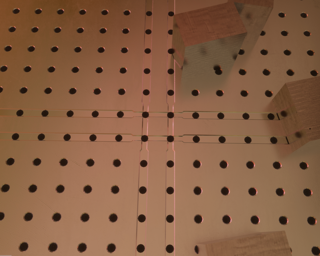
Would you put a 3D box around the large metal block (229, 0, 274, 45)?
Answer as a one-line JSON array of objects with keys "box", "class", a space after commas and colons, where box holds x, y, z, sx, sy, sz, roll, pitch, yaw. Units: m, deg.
[{"box": [0.128, -0.182, 0.450, 0.050, 0.080, 0.080, 10, 70, 4], "class": "large metal block"}]

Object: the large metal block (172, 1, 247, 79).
[{"box": [0.063, -0.118, 0.426, 0.080, 0.080, 0.050, -15, 71, -5], "class": "large metal block"}]

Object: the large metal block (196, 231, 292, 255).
[{"box": [0.087, 0.143, 0.331, 0.080, 0.080, 0.050, -9, 70, -3], "class": "large metal block"}]

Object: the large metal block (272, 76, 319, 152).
[{"box": [0.208, -0.021, 0.407, 0.080, 0.050, 0.080, -12, 71, -4], "class": "large metal block"}]
